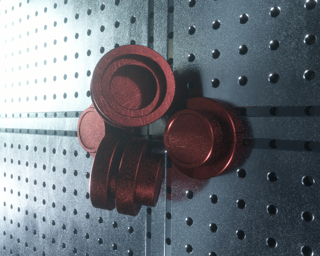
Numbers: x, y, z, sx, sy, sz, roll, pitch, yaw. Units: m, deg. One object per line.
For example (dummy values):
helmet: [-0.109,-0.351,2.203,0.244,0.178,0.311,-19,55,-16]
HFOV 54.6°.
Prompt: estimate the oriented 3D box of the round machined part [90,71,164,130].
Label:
round machined part: [-0.042,-0.046,0.412,0.042,0.099,0.098,157,109,-79]

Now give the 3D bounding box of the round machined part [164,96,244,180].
round machined part: [0.043,0.012,0.364,0.098,0.042,0.097,0,90,40]

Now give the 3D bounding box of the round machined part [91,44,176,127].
round machined part: [-0.033,-0.049,0.381,0.042,0.099,0.098,157,109,-79]

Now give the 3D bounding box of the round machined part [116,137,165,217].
round machined part: [-0.021,0.062,0.392,0.042,0.098,0.097,9,97,8]

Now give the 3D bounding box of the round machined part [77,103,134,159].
round machined part: [-0.089,0.003,0.473,0.098,0.042,0.097,0,90,40]

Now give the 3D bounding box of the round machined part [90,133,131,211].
round machined part: [-0.052,0.057,0.400,0.042,0.098,0.097,8,96,8]
